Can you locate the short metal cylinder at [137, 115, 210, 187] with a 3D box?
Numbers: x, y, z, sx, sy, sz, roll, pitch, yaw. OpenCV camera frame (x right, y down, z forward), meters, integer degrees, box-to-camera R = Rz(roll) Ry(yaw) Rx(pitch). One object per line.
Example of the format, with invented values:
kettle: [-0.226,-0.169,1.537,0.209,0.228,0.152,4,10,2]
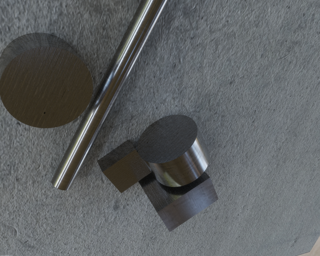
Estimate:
short metal cylinder: [0.018,0.028,0.401,0.080,0.080,0.050,-34,129,-6]

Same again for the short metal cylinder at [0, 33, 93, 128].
short metal cylinder: [-0.112,-0.047,0.301,0.081,0.050,0.079,-14,125,-21]

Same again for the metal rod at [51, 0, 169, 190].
metal rod: [-0.050,-0.056,0.346,0.025,0.025,0.298,19,108,-36]

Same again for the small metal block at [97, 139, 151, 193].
small metal block: [-0.047,0.052,0.415,0.050,0.025,0.050,-35,129,-6]

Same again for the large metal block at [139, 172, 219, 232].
large metal block: [0.022,0.082,0.436,0.080,0.080,0.050,-32,129,-8]
